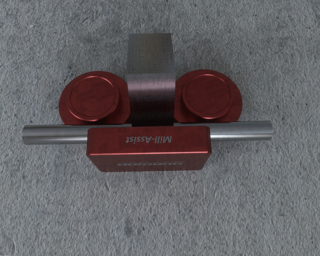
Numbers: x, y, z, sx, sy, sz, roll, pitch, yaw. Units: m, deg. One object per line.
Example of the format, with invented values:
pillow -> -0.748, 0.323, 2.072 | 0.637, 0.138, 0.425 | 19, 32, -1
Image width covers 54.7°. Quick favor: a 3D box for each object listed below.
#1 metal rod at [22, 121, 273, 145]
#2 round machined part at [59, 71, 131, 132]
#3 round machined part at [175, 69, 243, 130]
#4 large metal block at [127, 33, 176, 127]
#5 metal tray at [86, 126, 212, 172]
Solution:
metal rod -> -0.014, 0.006, 0.385 | 0.302, 0.025, 0.025 | -1, 70, -1
round machined part -> -0.085, -0.034, 0.410 | 0.099, 0.042, 0.098 | 0, 70, -1
round machined part -> 0.061, -0.037, 0.414 | 0.099, 0.042, 0.098 | 0, 70, -1
large metal block -> -0.010, -0.057, 0.373 | 0.050, 0.080, 0.080 | -2, 47, -2
metal tray -> -0.012, 0.027, 0.364 | 0.131, 0.090, 0.030 | -1, 70, -1
